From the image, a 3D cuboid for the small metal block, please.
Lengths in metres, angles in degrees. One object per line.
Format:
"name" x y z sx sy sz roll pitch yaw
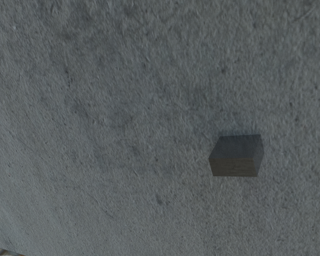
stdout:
"small metal block" 0.090 0.032 0.363 0.050 0.050 0.025 -4 116 30
